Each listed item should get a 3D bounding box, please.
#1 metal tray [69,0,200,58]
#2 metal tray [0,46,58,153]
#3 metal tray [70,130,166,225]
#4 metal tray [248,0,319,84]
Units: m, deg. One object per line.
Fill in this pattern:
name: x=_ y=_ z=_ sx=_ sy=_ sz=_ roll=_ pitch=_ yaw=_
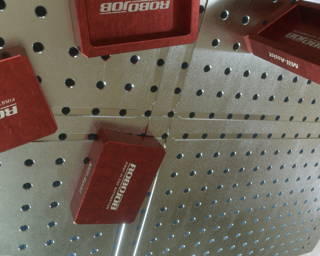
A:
metal tray: x=-0.023 y=-0.127 z=0.316 sx=0.131 sy=0.030 sz=0.089 roll=-14 pitch=124 yaw=-21
metal tray: x=-0.179 y=-0.016 z=0.300 sx=0.131 sy=0.030 sz=0.090 roll=-22 pitch=127 yaw=-15
metal tray: x=-0.058 y=0.071 z=0.420 sx=0.091 sy=0.030 sz=0.129 roll=11 pitch=113 yaw=-33
metal tray: x=0.184 y=-0.108 z=0.376 sx=0.090 sy=0.130 sz=0.030 roll=-36 pitch=129 yaw=-4
